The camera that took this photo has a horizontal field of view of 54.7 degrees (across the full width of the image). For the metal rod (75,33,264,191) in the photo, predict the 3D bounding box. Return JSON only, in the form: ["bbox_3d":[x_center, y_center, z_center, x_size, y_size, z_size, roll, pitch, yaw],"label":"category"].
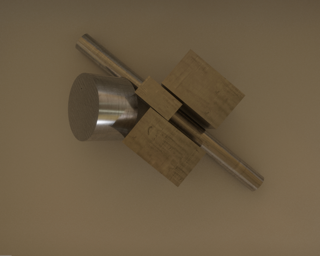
[{"bbox_3d":[0.013,-0.020,0.411,0.300,0.025,0.025,39,90,-1],"label":"metal rod"}]

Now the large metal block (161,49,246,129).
[{"bbox_3d":[0.048,-0.044,0.384,0.080,0.080,0.050,40,90,-1],"label":"large metal block"}]

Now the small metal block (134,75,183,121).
[{"bbox_3d":[-0.002,-0.034,0.374,0.050,0.050,0.025,41,90,-1],"label":"small metal block"}]

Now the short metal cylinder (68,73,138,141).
[{"bbox_3d":[-0.071,-0.024,0.376,0.050,0.080,0.079,1,90,-40],"label":"short metal cylinder"}]

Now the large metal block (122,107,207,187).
[{"bbox_3d":[0.004,0.021,0.383,0.080,0.080,0.050,39,90,-1],"label":"large metal block"}]
